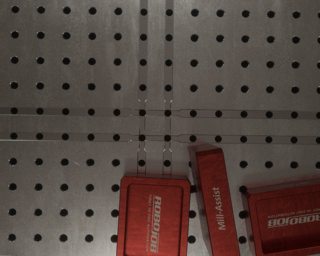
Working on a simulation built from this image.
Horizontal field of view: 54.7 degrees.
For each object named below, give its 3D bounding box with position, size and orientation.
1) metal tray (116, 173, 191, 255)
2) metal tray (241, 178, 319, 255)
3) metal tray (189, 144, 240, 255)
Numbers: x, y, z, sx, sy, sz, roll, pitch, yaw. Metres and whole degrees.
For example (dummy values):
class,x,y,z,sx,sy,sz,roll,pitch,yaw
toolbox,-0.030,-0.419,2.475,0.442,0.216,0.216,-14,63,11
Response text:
class,x,y,z,sx,sy,sz,roll,pitch,yaw
metal tray,-0.009,0.128,0.410,0.091,0.030,0.129,3,90,-1
metal tray,0.183,0.120,0.413,0.131,0.030,0.089,-8,90,-1
metal tray,0.064,0.088,0.381,0.030,0.090,0.129,-9,90,0
